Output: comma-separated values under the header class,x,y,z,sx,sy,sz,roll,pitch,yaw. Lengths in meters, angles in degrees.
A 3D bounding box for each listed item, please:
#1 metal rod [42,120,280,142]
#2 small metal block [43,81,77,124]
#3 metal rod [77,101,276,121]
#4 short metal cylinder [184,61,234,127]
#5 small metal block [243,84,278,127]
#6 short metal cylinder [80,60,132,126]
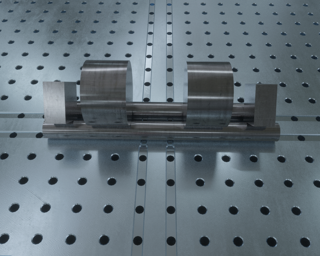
class,x,y,z,sx,sy,sz,roll,pitch,yaw
metal rod,0.002,0.003,0.405,0.302,0.025,0.025,1,50,0
small metal block,-0.124,-0.033,0.389,0.025,0.050,0.050,0,8,1
metal rod,0.005,-0.023,0.427,0.302,0.025,0.025,1,50,0
short metal cylinder,0.056,-0.041,0.378,0.050,0.080,0.080,1,50,0
small metal block,0.124,-0.030,0.388,0.025,0.050,0.050,0,9,1
short metal cylinder,-0.062,-0.042,0.379,0.050,0.080,0.080,1,50,0
